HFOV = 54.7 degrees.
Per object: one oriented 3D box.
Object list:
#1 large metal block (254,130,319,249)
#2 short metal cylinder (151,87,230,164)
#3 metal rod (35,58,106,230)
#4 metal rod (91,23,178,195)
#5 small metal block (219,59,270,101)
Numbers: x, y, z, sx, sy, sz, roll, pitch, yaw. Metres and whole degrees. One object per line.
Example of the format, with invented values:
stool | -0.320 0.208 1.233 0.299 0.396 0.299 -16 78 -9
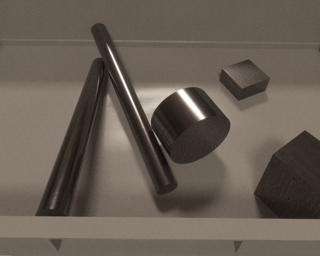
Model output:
large metal block | 0.153 0.063 0.318 0.050 0.080 0.080 -30 57 -23
short metal cylinder | 0.036 -0.002 0.372 0.081 0.080 0.050 -21 54 -17
metal rod | -0.090 -0.014 0.365 0.025 0.025 0.300 -1 35 -1
metal rod | -0.046 -0.046 0.427 0.025 0.025 0.299 -16 57 -14
small metal block | 0.127 -0.073 0.468 0.050 0.025 0.050 -21 53 -17
